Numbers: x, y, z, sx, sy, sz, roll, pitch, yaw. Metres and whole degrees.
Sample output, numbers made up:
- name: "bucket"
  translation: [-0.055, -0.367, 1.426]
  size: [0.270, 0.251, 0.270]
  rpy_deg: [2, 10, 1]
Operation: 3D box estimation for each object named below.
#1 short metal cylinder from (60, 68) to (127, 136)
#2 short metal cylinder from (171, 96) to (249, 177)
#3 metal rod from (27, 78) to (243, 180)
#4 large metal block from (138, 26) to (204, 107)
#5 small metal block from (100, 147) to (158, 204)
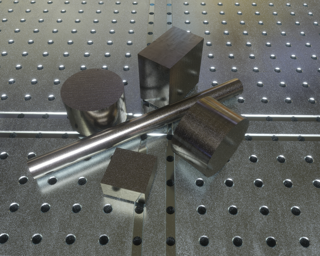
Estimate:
- name: "short metal cylinder"
  translation: [-0.086, -0.035, 0.415]
  size: [0.081, 0.050, 0.080]
  rpy_deg: [0, 50, 0]
- name: "short metal cylinder"
  translation: [0.058, 0.010, 0.359]
  size: [0.050, 0.080, 0.080]
  rpy_deg: [36, 59, 26]
- name: "metal rod"
  translation: [-0.018, -0.006, 0.408]
  size: [0.302, 0.025, 0.025]
  rpy_deg: [-23, 54, -18]
- name: "large metal block"
  translation: [0.016, -0.083, 0.437]
  size: [0.050, 0.080, 0.080]
  rpy_deg: [29, 56, 22]
- name: "small metal block"
  translation: [-0.034, 0.054, 0.357]
  size: [0.050, 0.025, 0.050]
  rpy_deg: [12, 51, 9]
